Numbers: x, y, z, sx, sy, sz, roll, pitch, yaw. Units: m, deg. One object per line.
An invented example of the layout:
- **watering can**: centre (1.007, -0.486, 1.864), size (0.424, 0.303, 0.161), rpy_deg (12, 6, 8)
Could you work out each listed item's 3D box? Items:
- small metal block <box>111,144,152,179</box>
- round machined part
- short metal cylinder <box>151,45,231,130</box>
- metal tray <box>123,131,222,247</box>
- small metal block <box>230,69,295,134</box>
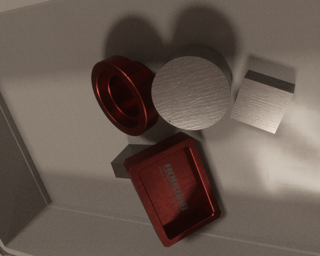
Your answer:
- **small metal block**: centre (-0.032, 0.047, 0.437), size (0.050, 0.050, 0.025), rpy_deg (0, 118, 28)
- **round machined part**: centre (-0.036, -0.042, 0.375), size (0.098, 0.042, 0.097), rpy_deg (32, 141, 31)
- **short metal cylinder**: centre (0.036, -0.044, 0.335), size (0.080, 0.050, 0.079), rpy_deg (6, 118, 11)
- **metal tray**: centre (0.019, 0.081, 0.408), size (0.129, 0.091, 0.030), rpy_deg (68, 167, -21)
- **small metal block**: centre (0.109, -0.029, 0.333), size (0.050, 0.025, 0.050), rpy_deg (22, 127, 14)
